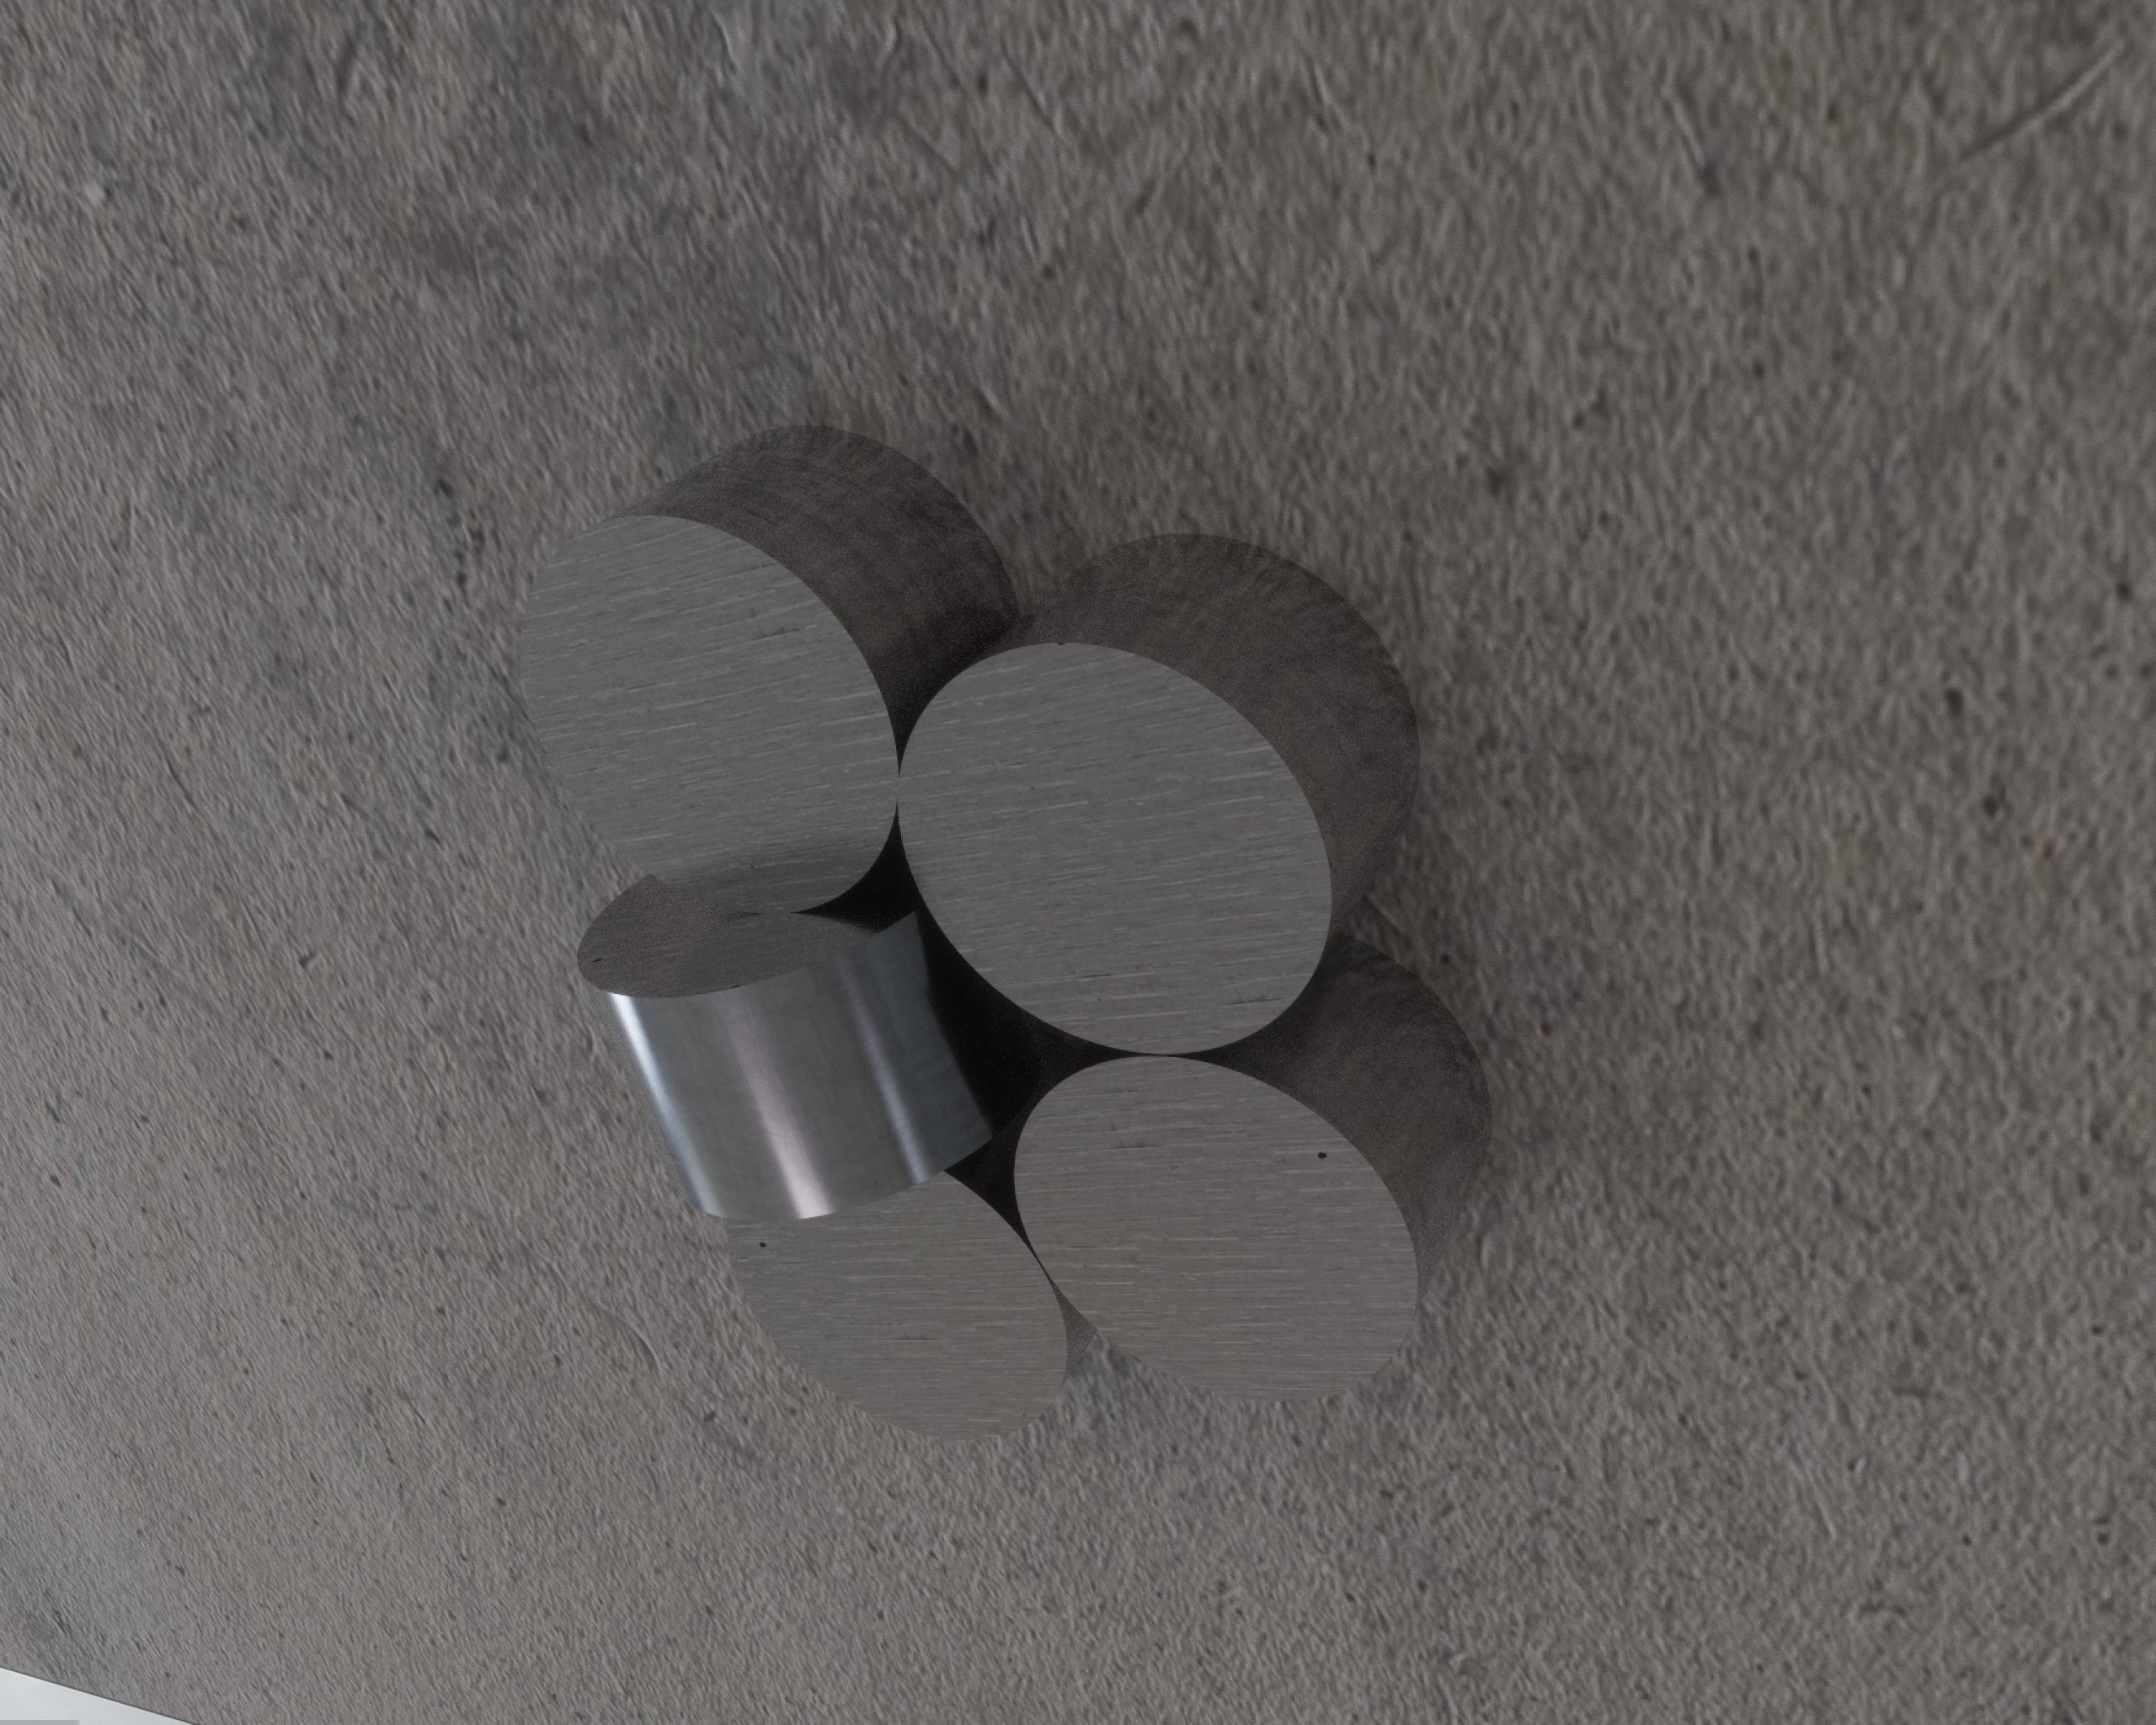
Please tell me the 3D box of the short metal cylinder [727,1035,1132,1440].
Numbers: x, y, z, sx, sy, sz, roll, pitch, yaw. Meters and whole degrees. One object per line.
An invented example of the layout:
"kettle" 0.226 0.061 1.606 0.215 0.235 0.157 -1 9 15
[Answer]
"short metal cylinder" -0.028 0.078 0.454 0.080 0.050 0.079 13 124 21

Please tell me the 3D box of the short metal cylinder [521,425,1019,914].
"short metal cylinder" -0.057 -0.037 0.398 0.080 0.050 0.079 13 124 21

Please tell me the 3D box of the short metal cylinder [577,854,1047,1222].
"short metal cylinder" -0.052 0.027 0.415 0.080 0.080 0.050 -3 117 29

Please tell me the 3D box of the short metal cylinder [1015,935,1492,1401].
"short metal cylinder" 0.035 0.058 0.408 0.080 0.050 0.079 13 124 21

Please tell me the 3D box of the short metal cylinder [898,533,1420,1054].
"short metal cylinder" 0.015 -0.013 0.375 0.080 0.050 0.079 13 124 20
